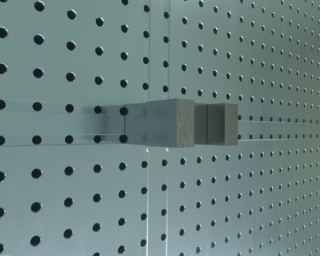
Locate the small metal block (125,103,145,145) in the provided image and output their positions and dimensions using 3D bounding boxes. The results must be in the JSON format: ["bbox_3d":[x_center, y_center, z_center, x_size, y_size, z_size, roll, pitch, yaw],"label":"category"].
[{"bbox_3d":[-0.018,-0.005,0.379,0.025,0.050,0.050,1,90,-40],"label":"small metal block"}]

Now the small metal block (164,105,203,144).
[{"bbox_3d":[0.032,-0.004,0.421,0.025,0.050,0.050,-1,91,-40],"label":"small metal block"}]

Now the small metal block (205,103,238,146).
[{"bbox_3d":[0.069,-0.004,0.386,0.025,0.050,0.050,1,89,-40],"label":"small metal block"}]

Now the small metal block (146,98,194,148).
[{"bbox_3d":[0.010,-0.005,0.337,0.025,0.050,0.050,1,89,-40],"label":"small metal block"}]

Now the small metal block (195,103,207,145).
[{"bbox_3d":[0.030,-0.005,0.372,0.050,0.025,0.050,1,90,-40],"label":"small metal block"}]
